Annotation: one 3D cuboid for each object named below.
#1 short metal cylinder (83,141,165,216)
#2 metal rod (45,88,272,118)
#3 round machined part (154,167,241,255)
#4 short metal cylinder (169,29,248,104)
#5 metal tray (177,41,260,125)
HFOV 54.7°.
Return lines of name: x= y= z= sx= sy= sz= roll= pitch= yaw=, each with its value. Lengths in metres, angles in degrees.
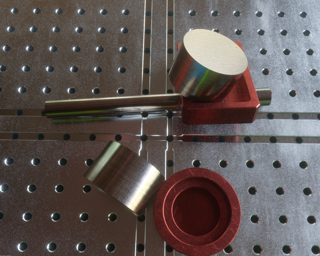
short metal cylinder: x=-0.041 y=0.059 z=0.361 sx=0.080 sy=0.080 sz=0.050 roll=32 pitch=73 yaw=11
metal rod: x=-0.001 y=-0.034 z=0.423 sx=0.302 sy=0.025 sz=0.025 roll=-3 pitch=70 yaw=-2
round machined part: x=0.042 y=0.099 z=0.367 sx=0.099 sy=0.042 sz=0.098 roll=0 pitch=70 yaw=0
short metal cylinder: x=0.057 y=-0.074 z=0.374 sx=0.081 sy=0.050 sz=0.080 roll=12 pitch=49 yaw=-14
metal tray: x=0.071 y=-0.064 z=0.409 sx=0.091 sy=0.030 sz=0.130 roll=-1 pitch=51 yaw=0
